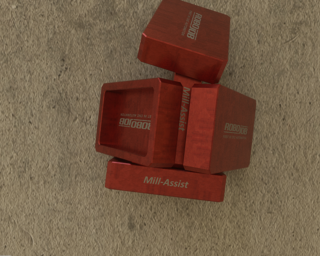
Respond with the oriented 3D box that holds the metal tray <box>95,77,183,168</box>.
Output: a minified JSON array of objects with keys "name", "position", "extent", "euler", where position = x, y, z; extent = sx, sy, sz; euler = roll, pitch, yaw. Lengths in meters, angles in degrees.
[{"name":"metal tray","position":[-0.030,-0.008,0.362],"extent":[0.030,0.130,0.089],"euler":[6,90,-37]}]

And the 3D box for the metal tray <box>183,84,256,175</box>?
[{"name":"metal tray","position":[0.075,0.003,0.362],"extent":[0.030,0.131,0.089],"euler":[6,91,33]}]

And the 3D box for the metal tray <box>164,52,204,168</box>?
[{"name":"metal tray","position":[0.026,-0.021,0.378],"extent":[0.030,0.090,0.129],"euler":[7,90,0]}]

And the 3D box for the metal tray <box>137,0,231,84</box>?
[{"name":"metal tray","position":[0.034,-0.109,0.365],"extent":[0.090,0.130,0.030],"euler":[18,131,-1]}]

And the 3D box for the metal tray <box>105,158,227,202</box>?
[{"name":"metal tray","position":[0.006,0.058,0.378],"extent":[0.131,0.090,0.030],"euler":[7,90,-1]}]
